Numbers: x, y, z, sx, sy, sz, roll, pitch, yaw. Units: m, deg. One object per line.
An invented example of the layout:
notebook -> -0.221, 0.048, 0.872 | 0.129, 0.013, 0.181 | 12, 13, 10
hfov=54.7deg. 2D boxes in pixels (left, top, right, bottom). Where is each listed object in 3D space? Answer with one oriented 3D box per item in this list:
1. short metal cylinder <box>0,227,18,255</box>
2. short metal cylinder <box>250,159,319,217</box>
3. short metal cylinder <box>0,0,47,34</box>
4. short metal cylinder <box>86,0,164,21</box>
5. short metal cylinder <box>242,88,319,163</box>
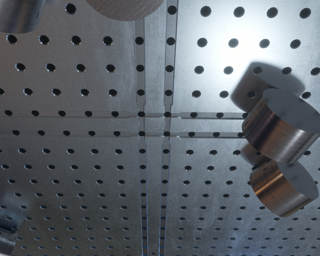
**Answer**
short metal cylinder -> -0.303, 0.221, 0.559 | 0.050, 0.080, 0.080 | 32, 123, -25
short metal cylinder -> 0.178, 0.080, 0.447 | 0.080, 0.080, 0.050 | 26, 125, -21
short metal cylinder -> -0.138, -0.127, 0.266 | 0.080, 0.080, 0.050 | 24, 126, -19
short metal cylinder -> -0.030, -0.143, 0.273 | 0.081, 0.050, 0.079 | 0, 130, 0
short metal cylinder -> 0.148, -0.004, 0.375 | 0.081, 0.080, 0.050 | 15, 129, -13
